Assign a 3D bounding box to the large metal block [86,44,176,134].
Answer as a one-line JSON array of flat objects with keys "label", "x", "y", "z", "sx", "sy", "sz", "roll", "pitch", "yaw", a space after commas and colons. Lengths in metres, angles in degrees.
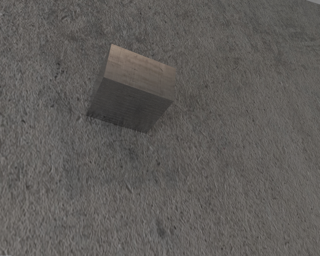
[{"label": "large metal block", "x": -0.036, "y": -0.043, "z": 0.375, "sx": 0.080, "sy": 0.080, "sz": 0.050, "roll": 17, "pitch": 55, "yaw": -18}]
